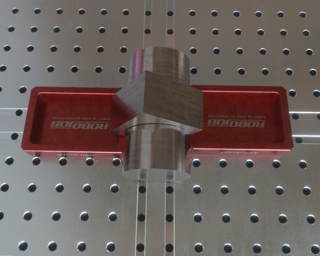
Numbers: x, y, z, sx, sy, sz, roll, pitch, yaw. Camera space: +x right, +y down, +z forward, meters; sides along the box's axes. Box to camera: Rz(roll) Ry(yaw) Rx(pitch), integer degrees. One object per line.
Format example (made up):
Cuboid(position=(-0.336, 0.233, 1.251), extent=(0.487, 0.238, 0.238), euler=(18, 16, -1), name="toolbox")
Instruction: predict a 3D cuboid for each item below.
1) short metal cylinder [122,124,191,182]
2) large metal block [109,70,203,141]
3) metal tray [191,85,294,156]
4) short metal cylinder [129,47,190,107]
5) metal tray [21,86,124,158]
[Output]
Cuboid(position=(-0.003, 0.032, 0.370), extent=(0.081, 0.080, 0.050), euler=(2, 70, 0), name="short metal cylinder")
Cuboid(position=(-0.005, -0.019, 0.374), extent=(0.081, 0.080, 0.050), euler=(15, 66, -31), name="large metal block")
Cuboid(position=(0.102, -0.010, 0.413), extent=(0.131, 0.030, 0.090), euler=(1, 70, 0), name="metal tray")
Cuboid(position=(-0.001, -0.062, 0.405), extent=(0.081, 0.080, 0.050), euler=(1, 70, 0), name="short metal cylinder")
Cuboid(position=(-0.106, -0.008, 0.410), extent=(0.131, 0.030, 0.090), euler=(1, 70, 0), name="metal tray")
